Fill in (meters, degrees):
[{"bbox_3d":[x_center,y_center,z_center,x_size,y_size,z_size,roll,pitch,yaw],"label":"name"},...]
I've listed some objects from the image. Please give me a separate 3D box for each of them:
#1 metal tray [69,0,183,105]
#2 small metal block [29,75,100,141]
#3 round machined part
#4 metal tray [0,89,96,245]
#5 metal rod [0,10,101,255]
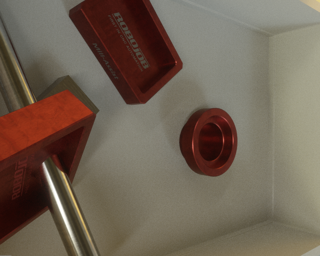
[{"bbox_3d":[-0.035,-0.104,0.375,0.090,0.030,0.130,-47,118,-30],"label":"metal tray"},{"bbox_3d":[-0.101,-0.019,0.323,0.050,0.025,0.050,53,59,-27],"label":"small metal block"},{"bbox_3d":[0.067,0.020,0.454,0.099,0.042,0.097,0,90,-40],"label":"round machined part"},{"bbox_3d":[-0.107,0.038,0.246,0.030,0.129,0.091,42,43,12],"label":"metal tray"},{"bbox_3d":[-0.104,0.021,0.274,0.025,0.025,0.299,-23,92,-38],"label":"metal rod"}]
